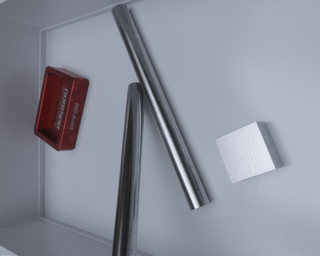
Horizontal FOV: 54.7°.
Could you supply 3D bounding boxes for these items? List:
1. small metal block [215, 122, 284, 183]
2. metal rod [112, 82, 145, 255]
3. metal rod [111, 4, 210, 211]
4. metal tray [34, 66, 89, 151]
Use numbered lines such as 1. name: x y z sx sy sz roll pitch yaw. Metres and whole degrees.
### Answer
1. small metal block: 0.094 0.026 0.328 0.050 0.025 0.050 -29 72 36
2. metal rod: -0.035 0.069 0.352 0.025 0.025 0.300 -28 47 36
3. metal rod: -0.006 -0.039 0.409 0.025 0.025 0.299 -34 69 34
4. metal tray: -0.176 -0.035 0.545 0.090 0.030 0.129 25 106 36
